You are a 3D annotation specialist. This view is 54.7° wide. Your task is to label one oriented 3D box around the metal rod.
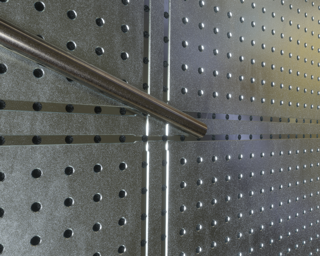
[{"bbox_3d":[-0.048,-0.045,0.370,0.302,0.025,0.025,24,75,-38],"label":"metal rod"}]
